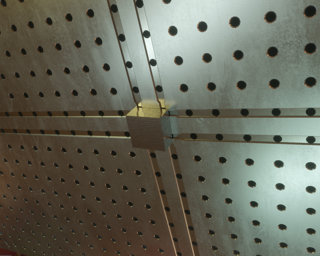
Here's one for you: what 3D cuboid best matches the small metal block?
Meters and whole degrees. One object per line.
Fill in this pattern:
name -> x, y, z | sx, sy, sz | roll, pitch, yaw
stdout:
small metal block -> -0.014, 0.001, 0.417 | 0.050, 0.025, 0.050 | 5, 121, 25
